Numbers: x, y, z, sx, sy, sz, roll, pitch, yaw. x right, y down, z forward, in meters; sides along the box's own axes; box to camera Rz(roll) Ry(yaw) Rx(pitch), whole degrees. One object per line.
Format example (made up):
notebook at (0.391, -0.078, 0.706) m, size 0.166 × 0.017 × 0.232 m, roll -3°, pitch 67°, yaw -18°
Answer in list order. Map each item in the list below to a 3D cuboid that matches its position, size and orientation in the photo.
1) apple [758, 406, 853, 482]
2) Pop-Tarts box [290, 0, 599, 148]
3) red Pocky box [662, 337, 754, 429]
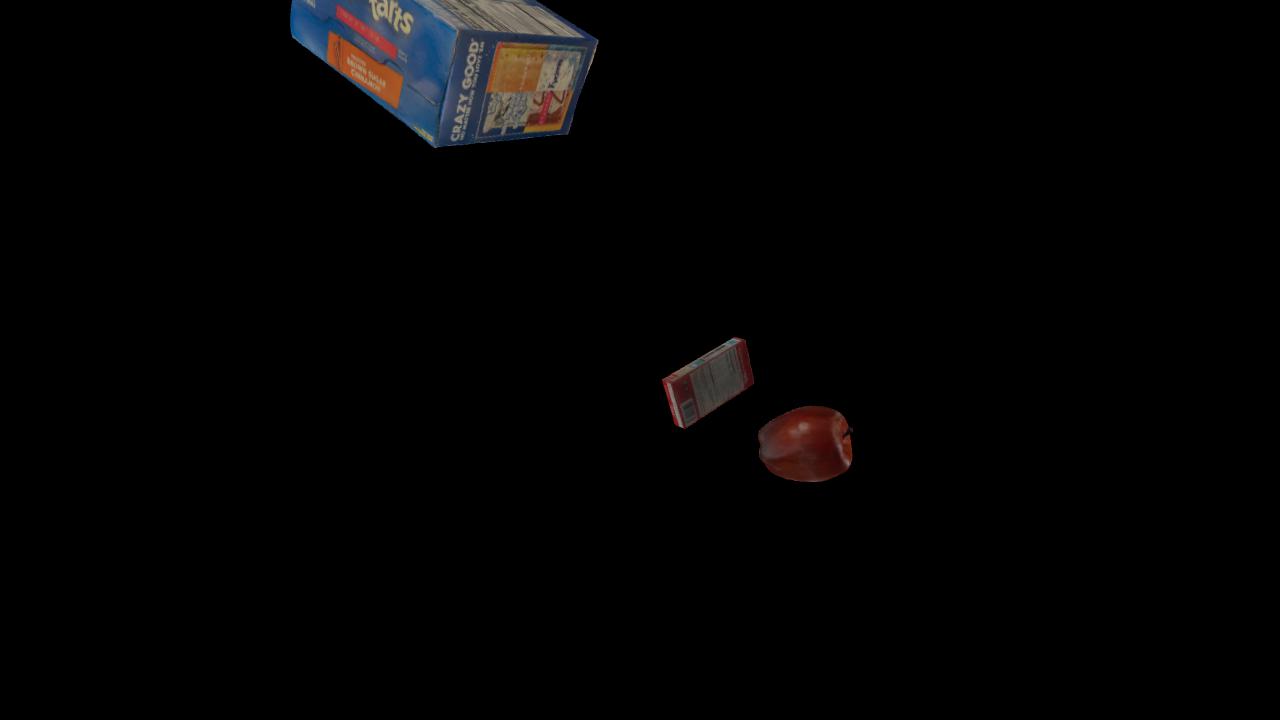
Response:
apple at (0.168, 0.083, 0.619) m, size 0.093 × 0.079 × 0.079 m, roll -16°, pitch -7°, yaw 26°
Pop-Tarts box at (-0.145, -0.241, 0.463) m, size 0.167 × 0.083 × 0.141 m, roll 38°, pitch 38°, yaw 16°
red Pocky box at (0.107, 0.034, 0.944) m, size 0.155 × 0.083 × 0.028 m, roll -29°, pitch 25°, yaw -27°
